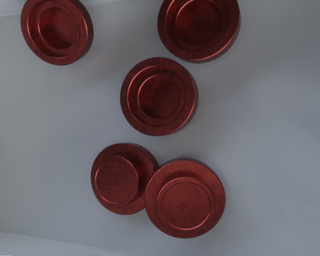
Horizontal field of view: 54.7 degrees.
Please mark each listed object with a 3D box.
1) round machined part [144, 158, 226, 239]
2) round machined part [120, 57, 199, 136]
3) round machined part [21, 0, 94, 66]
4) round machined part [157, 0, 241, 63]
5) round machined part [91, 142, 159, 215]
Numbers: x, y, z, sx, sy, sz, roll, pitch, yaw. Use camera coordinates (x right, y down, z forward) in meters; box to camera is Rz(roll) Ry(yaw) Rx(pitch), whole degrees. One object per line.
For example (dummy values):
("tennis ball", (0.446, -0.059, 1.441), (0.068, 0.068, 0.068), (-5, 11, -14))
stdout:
("round machined part", (0.030, 0.088, 0.375), (0.099, 0.042, 0.097), (0, 95, 1))
("round machined part", (0.002, -0.039, 0.400), (0.098, 0.042, 0.097), (0, 90, 19))
("round machined part", (-0.139, -0.141, 0.436), (0.098, 0.042, 0.097), (6, 117, 11))
("round machined part", (0.050, -0.128, 0.383), (0.098, 0.042, 0.097), (0, 90, 19))
("round machined part", (-0.052, 0.069, 0.419), (0.098, 0.042, 0.097), (0, 90, 19))
